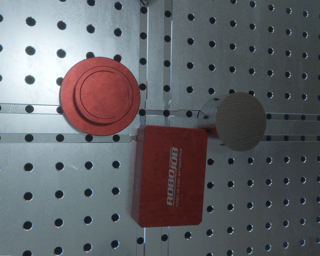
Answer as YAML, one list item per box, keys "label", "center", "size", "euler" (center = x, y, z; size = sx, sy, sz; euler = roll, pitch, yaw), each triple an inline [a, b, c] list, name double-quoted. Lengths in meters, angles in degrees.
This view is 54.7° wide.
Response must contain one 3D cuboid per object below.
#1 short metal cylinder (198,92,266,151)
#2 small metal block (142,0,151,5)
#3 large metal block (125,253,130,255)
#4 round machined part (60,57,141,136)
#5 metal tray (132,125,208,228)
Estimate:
- label: "short metal cylinder"
  center: [0.101, -0.008, 0.438]
  size: [0.081, 0.050, 0.079]
  euler: [0, 90, -20]
- label: "small metal block"
  center: [-0.002, -0.193, 0.399]
  size: [0.050, 0.050, 0.025]
  euler: [-44, 104, -15]
- label: "large metal block"
  center: [-0.027, 0.214, 0.375]
  size: [0.050, 0.080, 0.080]
  euler: [-36, 102, -17]
- label: "round machined part"
  center: [-0.071, -0.039, 0.378]
  size: [0.099, 0.042, 0.097]
  euler: [0, 90, -21]
- label: "metal tray"
  center: [0.014, 0.063, 0.416]
  size: [0.091, 0.030, 0.129]
  euler: [4, 89, -20]
